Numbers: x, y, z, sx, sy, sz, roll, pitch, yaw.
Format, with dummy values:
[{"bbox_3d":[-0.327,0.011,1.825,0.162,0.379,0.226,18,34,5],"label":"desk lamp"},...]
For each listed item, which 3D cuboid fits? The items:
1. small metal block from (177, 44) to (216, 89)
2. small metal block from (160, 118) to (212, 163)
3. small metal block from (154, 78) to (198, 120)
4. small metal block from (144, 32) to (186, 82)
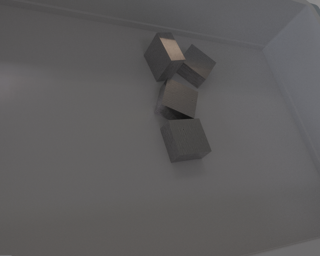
[{"bbox_3d":[0.056,-0.099,0.496,0.050,0.025,0.050,37,51,-4],"label":"small metal block"},{"bbox_3d":[0.034,0.016,0.414,0.050,0.025,0.050,-4,64,-30],"label":"small metal block"},{"bbox_3d":[0.024,-0.036,0.440,0.050,0.025,0.050,23,53,-14],"label":"small metal block"},{"bbox_3d":[0.005,-0.104,0.456,0.025,0.050,0.050,-12,68,-33],"label":"small metal block"}]
